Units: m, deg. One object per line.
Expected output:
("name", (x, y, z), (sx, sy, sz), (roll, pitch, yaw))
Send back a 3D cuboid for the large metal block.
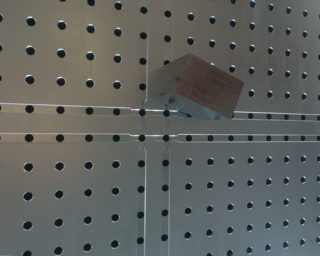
("large metal block", (0.046, -0.048, 0.402), (0.080, 0.080, 0.050), (24, 82, -19))
